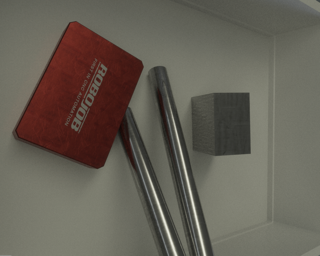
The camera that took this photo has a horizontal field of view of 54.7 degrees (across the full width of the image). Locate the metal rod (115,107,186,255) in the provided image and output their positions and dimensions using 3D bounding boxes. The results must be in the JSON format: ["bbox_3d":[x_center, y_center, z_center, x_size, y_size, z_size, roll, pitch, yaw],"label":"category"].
[{"bbox_3d":[0.005,0.108,0.313,0.025,0.025,0.299,0,58,-40],"label":"metal rod"}]

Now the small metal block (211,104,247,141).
[{"bbox_3d":[0.113,-0.010,0.504,0.050,0.025,0.050,-17,101,-39],"label":"small metal block"}]

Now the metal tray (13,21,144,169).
[{"bbox_3d":[-0.081,-0.032,0.326,0.090,0.030,0.130,28,72,-25],"label":"metal tray"}]

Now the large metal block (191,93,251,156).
[{"bbox_3d":[0.083,-0.006,0.434,0.050,0.080,0.079,-2,92,-15],"label":"large metal block"}]

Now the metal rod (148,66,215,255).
[{"bbox_3d":[0.027,0.060,0.350,0.025,0.025,0.299,8,59,-40],"label":"metal rod"}]
